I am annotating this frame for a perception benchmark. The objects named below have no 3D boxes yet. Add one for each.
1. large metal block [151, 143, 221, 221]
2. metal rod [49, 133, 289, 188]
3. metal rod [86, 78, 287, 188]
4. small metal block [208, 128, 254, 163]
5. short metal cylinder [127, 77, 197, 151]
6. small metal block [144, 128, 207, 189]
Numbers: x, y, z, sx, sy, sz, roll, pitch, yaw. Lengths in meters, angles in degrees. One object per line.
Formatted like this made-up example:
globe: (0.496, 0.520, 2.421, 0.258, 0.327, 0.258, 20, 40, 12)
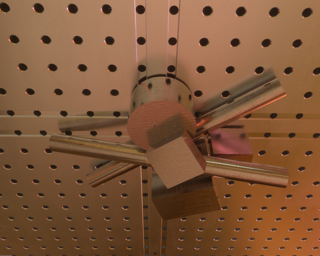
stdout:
large metal block: (0.035, 0.074, 0.433, 0.080, 0.080, 0.050, -14, 129, 11)
metal rod: (0.003, 0.039, 0.394, 0.301, 0.025, 0.025, 8, 131, 10)
metal rod: (0.021, 0.015, 0.421, 0.300, 0.025, 0.025, -27, 125, 21)
small metal block: (0.092, 0.026, 0.414, 0.050, 0.050, 0.025, 1, 130, 0)
short metal cylinder: (0.002, -0.015, 0.377, 0.081, 0.050, 0.079, 0, 129, 0)
small metal block: (0.019, 0.036, 0.361, 0.050, 0.025, 0.050, -28, 102, 22)
